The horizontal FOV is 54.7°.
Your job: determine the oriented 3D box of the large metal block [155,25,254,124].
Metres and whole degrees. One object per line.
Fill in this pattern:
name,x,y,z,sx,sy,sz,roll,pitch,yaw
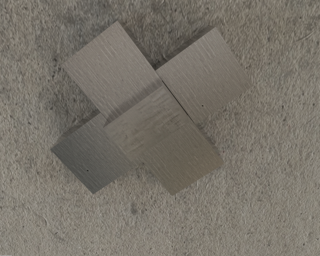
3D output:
large metal block,0.051,-0.065,0.374,0.080,0.050,0.080,-35,107,11

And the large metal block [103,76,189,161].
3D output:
large metal block,-0.016,-0.017,0.375,0.080,0.080,0.050,-34,107,11

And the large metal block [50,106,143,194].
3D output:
large metal block,-0.078,0.025,0.405,0.080,0.050,0.080,-35,107,11

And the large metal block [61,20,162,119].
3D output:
large metal block,-0.054,-0.070,0.370,0.080,0.050,0.080,-35,107,11

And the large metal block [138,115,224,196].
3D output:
large metal block,0.024,0.028,0.408,0.080,0.050,0.080,-35,107,11
